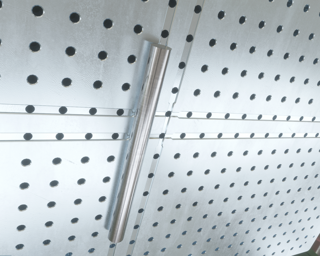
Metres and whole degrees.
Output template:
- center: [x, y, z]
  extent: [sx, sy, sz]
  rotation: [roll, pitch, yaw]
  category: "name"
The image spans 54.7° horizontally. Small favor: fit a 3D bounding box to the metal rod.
- center: [-0.033, 0.037, 0.417]
  extent: [0.025, 0.025, 0.298]
  rotation: [0, 118, -29]
  category: "metal rod"
